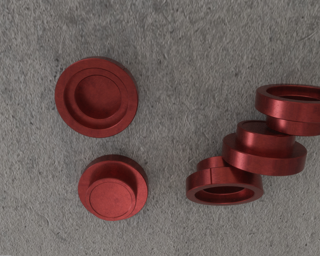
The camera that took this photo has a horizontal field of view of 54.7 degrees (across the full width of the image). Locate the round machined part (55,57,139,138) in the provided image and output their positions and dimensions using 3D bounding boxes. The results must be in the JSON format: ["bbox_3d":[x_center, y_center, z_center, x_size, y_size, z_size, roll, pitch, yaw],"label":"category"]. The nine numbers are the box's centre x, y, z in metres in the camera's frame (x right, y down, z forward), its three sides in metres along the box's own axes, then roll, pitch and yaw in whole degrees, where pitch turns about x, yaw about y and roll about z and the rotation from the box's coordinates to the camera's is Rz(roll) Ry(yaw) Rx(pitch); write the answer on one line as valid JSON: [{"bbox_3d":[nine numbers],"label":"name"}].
[{"bbox_3d":[-0.075,-0.040,0.385,0.099,0.042,0.097,0,110,0],"label":"round machined part"}]

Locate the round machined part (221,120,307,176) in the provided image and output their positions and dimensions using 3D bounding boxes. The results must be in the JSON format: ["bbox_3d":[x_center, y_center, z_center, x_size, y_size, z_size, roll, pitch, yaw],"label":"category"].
[{"bbox_3d":[0.127,0.019,0.379,0.099,0.098,0.042,2,107,-1],"label":"round machined part"}]

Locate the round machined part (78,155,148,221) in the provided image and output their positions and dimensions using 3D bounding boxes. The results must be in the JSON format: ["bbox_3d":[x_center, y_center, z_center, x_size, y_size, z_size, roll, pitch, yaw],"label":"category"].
[{"bbox_3d":[-0.066,0.090,0.433,0.099,0.042,0.097,0,110,0],"label":"round machined part"}]

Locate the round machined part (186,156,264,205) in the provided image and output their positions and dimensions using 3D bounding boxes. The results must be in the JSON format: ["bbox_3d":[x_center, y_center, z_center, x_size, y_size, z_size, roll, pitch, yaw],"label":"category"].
[{"bbox_3d":[0.083,0.069,0.409,0.099,0.042,0.098,1,151,1],"label":"round machined part"}]

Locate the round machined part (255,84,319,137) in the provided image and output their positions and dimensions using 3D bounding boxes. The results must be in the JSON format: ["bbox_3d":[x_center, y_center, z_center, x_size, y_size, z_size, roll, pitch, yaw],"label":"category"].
[{"bbox_3d":[0.162,-0.021,0.364,0.099,0.098,0.042,0,110,0],"label":"round machined part"}]
